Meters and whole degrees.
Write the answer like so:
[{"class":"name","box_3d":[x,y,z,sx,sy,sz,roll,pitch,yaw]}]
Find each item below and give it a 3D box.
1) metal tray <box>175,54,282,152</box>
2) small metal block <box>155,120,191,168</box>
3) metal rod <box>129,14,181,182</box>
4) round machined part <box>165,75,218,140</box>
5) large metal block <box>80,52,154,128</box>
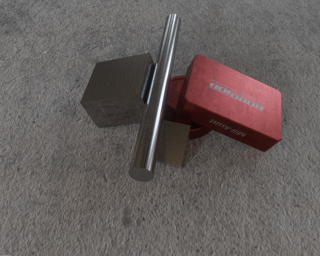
[{"class":"metal tray","box_3d":[0.093,-0.034,0.401,0.131,0.030,0.090,23,52,-8]},{"class":"small metal block","box_3d":[0.008,0.019,0.376,0.050,0.025,0.050,12,76,10]},{"class":"metal rod","box_3d":[0.002,-0.064,0.404,0.025,0.025,0.300,6,48,5]},{"class":"round machined part","box_3d":[0.033,-0.034,0.422,0.099,0.042,0.098,0,50,0]},{"class":"large metal block","box_3d":[-0.049,-0.050,0.416,0.080,0.050,0.080,-6,48,18]}]
